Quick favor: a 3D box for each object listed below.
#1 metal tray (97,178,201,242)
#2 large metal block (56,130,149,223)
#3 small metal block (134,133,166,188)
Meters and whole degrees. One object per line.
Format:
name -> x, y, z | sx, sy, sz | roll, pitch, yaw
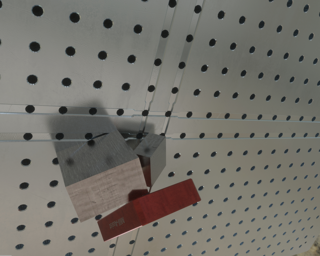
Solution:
metal tray -> -0.018, 0.111, 0.411 | 0.091, 0.030, 0.129 | -12, 162, -36
large metal block -> -0.070, 0.052, 0.367 | 0.081, 0.080, 0.050 | -21, 119, -16
small metal block -> -0.013, 0.042, 0.414 | 0.050, 0.025, 0.050 | -51, 147, -51
